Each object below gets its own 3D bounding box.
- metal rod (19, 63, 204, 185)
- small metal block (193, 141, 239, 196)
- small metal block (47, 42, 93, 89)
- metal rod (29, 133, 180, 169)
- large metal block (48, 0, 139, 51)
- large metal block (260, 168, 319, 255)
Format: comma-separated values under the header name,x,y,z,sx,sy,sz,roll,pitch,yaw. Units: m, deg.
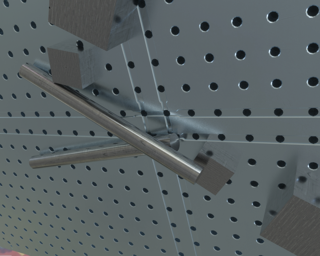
name,x,y,z,sx,sy,sz,roll,pitch,yaw
metal rod,-0.076,-0.014,0.422,0.300,0.025,0.025,30,129,16
small metal block,0.067,0.053,0.409,0.050,0.025,0.050,33,129,6
small metal block,-0.122,-0.085,0.423,0.050,0.025,0.050,15,125,19
metal rod,-0.105,0.041,0.492,0.300,0.025,0.025,-10,113,32
large metal block,-0.072,-0.145,0.344,0.080,0.050,0.079,28,128,10
large metal block,0.178,0.108,0.368,0.080,0.050,0.079,27,128,11
